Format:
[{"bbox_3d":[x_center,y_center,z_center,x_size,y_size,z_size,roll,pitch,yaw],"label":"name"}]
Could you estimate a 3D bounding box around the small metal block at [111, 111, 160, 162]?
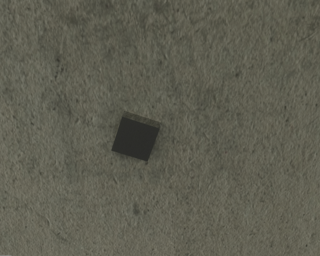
[{"bbox_3d":[-0.032,0.011,0.413,0.050,0.025,0.050,18,109,-7],"label":"small metal block"}]
